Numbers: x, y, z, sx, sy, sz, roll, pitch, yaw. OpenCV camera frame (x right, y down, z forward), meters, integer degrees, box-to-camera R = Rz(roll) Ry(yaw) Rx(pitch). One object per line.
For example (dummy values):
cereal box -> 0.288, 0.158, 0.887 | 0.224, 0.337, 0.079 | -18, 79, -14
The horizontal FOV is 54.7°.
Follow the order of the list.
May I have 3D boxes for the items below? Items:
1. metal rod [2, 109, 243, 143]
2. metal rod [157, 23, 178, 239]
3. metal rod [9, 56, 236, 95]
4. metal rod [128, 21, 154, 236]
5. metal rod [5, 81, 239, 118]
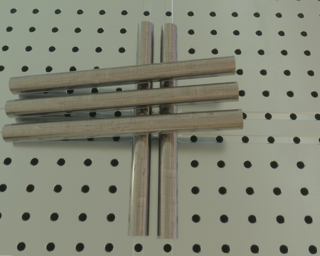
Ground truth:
metal rod -> -0.051, -0.002, 0.389 | 0.302, 0.025, 0.025 | -3, 70, 7
metal rod -> 0.011, -0.010, 0.416 | 0.025, 0.025, 0.299 | 1, 70, 0
metal rod -> -0.054, -0.070, 0.415 | 0.302, 0.025, 0.025 | -4, 70, 6
metal rod -> -0.023, -0.013, 0.416 | 0.025, 0.025, 0.299 | 1, 70, 0
metal rod -> -0.053, -0.036, 0.402 | 0.302, 0.025, 0.025 | -4, 70, 7
